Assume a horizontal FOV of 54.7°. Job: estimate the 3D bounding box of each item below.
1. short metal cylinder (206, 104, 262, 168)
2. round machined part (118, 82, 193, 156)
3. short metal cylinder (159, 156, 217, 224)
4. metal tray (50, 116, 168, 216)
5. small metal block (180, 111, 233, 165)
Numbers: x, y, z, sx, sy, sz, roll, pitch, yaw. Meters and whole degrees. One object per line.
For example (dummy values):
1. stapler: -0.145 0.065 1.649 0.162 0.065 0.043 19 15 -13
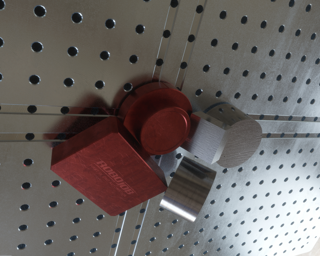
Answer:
1. short metal cylinder: 0.100 0.011 0.452 0.081 0.050 0.079 -14 124 -21
2. round machined part: -0.001 -0.005 0.391 0.099 0.042 0.097 -14 124 -21
3. short metal cylinder: 0.040 0.086 0.438 0.050 0.080 0.079 26 110 8
4. metal tray: -0.059 0.054 0.389 0.090 0.030 0.130 -29 130 9
5. small metal block: 0.060 0.012 0.407 0.025 0.050 0.050 -15 129 -55
